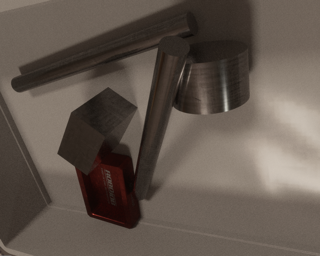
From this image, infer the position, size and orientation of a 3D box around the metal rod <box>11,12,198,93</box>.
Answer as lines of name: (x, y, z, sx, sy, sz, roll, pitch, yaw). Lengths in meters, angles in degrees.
metal rod: (-0.092, -0.088, 0.401, 0.300, 0.025, 0.025, -9, 114, 32)

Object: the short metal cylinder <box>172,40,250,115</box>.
short metal cylinder: (0.048, -0.054, 0.314, 0.080, 0.080, 0.050, 4, 120, 26)

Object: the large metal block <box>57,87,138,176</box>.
large metal block: (-0.084, 0.003, 0.417, 0.050, 0.080, 0.079, 35, 129, 4)

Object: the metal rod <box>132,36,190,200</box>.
metal rod: (-0.010, 0.019, 0.368, 0.025, 0.025, 0.298, 28, 145, 10)

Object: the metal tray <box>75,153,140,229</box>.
metal tray: (-0.085, 0.100, 0.509, 0.090, 0.030, 0.129, 9, 122, 23)
